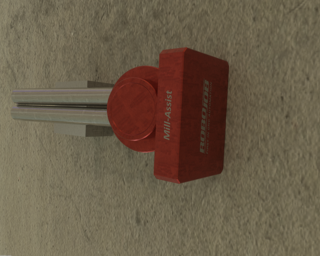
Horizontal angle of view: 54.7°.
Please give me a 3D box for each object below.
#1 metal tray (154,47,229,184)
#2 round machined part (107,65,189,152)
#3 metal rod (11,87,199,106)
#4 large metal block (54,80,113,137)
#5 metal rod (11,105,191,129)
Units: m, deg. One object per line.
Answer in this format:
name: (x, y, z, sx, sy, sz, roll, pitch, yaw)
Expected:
metal tray: (0.036, -0.012, 0.332, 0.030, 0.091, 0.129, 5, 93, 40)
round machined part: (-0.020, -0.021, 0.346, 0.098, 0.042, 0.097, 1, 93, 29)
metal rod: (-0.088, -0.042, 0.418, 0.301, 0.025, 0.025, 3, 92, 27)
large metal block: (-0.118, -0.030, 0.480, 0.080, 0.050, 0.079, 4, 93, 39)
metal rod: (-0.089, -0.016, 0.419, 0.301, 0.025, 0.025, 4, 92, 27)
